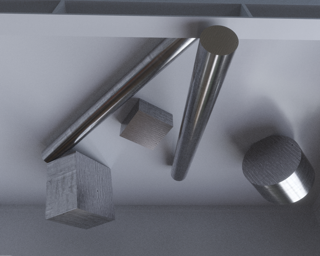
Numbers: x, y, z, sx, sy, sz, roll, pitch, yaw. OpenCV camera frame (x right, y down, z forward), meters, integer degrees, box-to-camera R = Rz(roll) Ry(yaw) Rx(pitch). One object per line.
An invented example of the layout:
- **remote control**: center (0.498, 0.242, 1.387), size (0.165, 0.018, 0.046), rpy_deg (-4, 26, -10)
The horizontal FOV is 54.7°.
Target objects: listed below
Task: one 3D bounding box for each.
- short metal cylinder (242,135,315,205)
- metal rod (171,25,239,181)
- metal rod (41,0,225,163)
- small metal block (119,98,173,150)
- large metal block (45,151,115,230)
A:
- **short metal cylinder**: center (0.161, 0.057, 0.424), size (0.080, 0.080, 0.050), rpy_deg (-30, 124, 22)
- **metal rod**: center (0.033, 0.006, 0.335), size (0.025, 0.025, 0.299), rpy_deg (1, 155, -2)
- **metal rod**: center (-0.050, -0.040, 0.374), size (0.299, 0.025, 0.025), rpy_deg (-37, 121, 27)
- **small metal block**: center (-0.018, -0.004, 0.406), size (0.050, 0.025, 0.050), rpy_deg (25, 125, -21)
- **large metal block**: center (-0.110, 0.089, 0.433), size (0.050, 0.080, 0.080), rpy_deg (-23, 146, 18)
